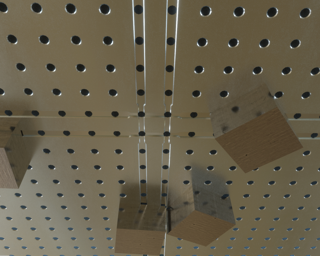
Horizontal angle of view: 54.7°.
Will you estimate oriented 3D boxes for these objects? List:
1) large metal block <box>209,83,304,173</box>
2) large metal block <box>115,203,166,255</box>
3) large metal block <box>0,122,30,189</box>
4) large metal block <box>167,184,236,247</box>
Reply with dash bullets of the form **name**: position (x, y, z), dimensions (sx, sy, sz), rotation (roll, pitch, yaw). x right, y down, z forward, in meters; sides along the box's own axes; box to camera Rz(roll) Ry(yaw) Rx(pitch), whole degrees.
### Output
- **large metal block**: position (0.123, 0.003, 0.400), dimensions (0.080, 0.050, 0.080), rotation (-30, 124, 23)
- **large metal block**: position (-0.036, 0.180, 0.548), dimensions (0.081, 0.050, 0.079), rotation (6, 130, -6)
- **large metal block**: position (-0.235, 0.037, 0.423), dimensions (0.081, 0.050, 0.079), rotation (3, 130, -3)
- **large metal block**: position (0.067, 0.150, 0.524), dimensions (0.080, 0.050, 0.080), rotation (24, 126, -20)
